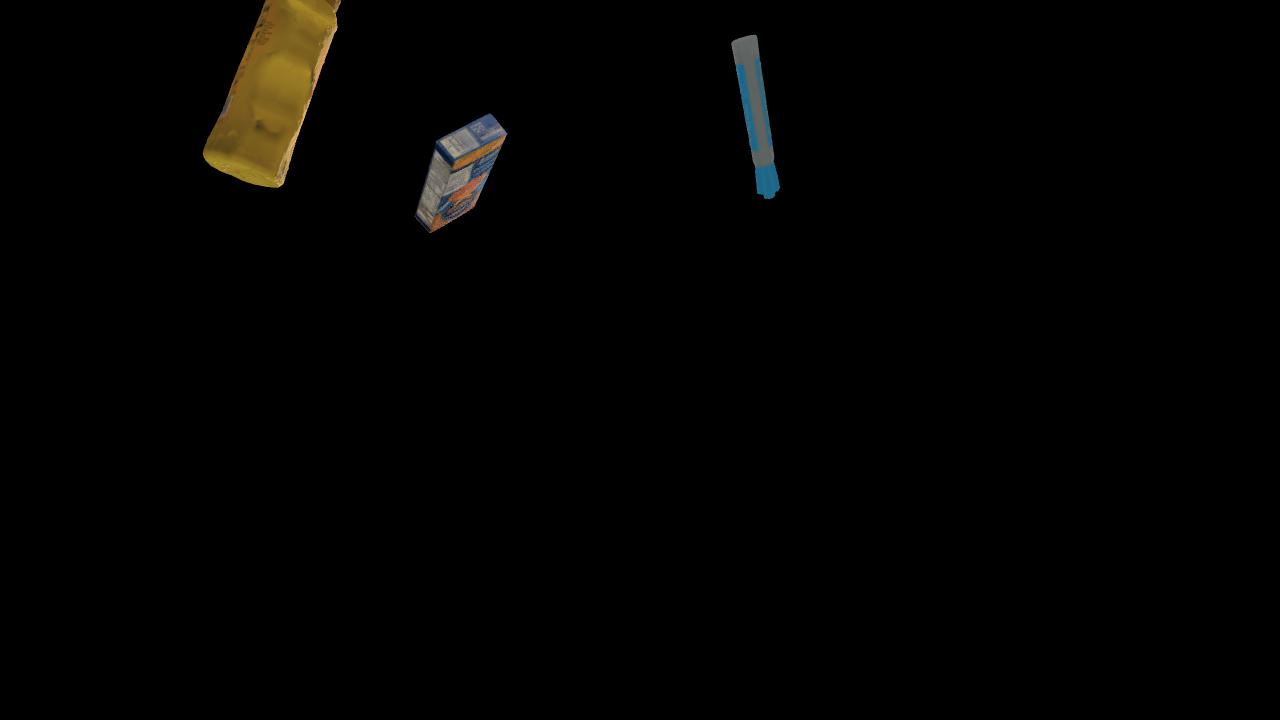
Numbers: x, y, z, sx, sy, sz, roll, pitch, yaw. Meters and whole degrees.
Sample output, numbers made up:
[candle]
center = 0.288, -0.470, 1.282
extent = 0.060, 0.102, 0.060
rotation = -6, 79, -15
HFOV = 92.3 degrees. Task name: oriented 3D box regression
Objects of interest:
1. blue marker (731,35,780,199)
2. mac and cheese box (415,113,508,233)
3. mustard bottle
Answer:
[blue marker]
center = 0.091, -0.183, 0.475
extent = 0.020, 0.121, 0.020
rotation = -13, 31, 8
[mac and cheese box]
center = -0.250, -0.251, 0.845
extent = 0.093, 0.041, 0.184
rotation = -45, 6, -32
[mustard bottle]
center = -0.277, -0.229, 0.476
extent = 0.054, 0.184, 0.092
rotation = 20, -4, -37
